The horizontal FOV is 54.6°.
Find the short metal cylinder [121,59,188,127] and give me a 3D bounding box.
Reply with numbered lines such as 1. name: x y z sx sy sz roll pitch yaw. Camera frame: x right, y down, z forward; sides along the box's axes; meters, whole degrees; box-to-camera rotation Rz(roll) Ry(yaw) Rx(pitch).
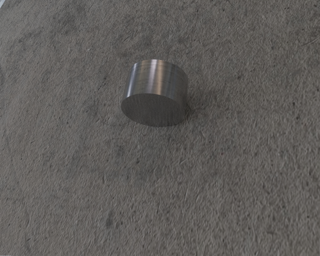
1. short metal cylinder: -0.006 -0.042 0.398 0.080 0.080 0.050 -6 59 25
